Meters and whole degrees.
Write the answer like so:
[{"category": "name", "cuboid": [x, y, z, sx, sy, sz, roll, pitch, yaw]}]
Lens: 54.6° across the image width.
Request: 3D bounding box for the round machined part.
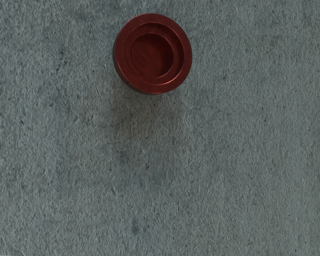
[{"category": "round machined part", "cuboid": [-0.012, -0.090, 0.395, 0.099, 0.042, 0.097, 0, 90, -20]}]
